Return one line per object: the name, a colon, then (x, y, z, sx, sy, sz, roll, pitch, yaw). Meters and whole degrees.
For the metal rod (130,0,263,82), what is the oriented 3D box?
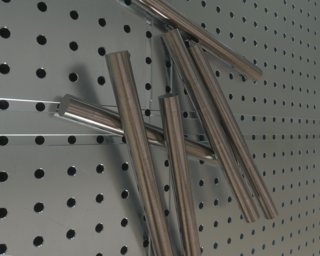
metal rod: (0.059, -0.135, 0.457, 0.302, 0.025, 0.025, 20, 77, -38)

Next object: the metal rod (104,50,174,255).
metal rod: (-0.017, 0.060, 0.371, 0.025, 0.025, 0.298, -27, 114, -37)

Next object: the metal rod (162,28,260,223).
metal rod: (0.077, 0.004, 0.445, 0.025, 0.025, 0.299, -32, 102, -35)

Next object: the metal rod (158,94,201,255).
metal rod: (0.033, 0.103, 0.415, 0.025, 0.025, 0.298, -22, 110, -38)

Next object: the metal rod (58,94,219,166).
metal rod: (0.011, 0.017, 0.417, 0.302, 0.025, 0.025, 20, 77, -38)

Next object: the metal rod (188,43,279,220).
metal rod: (0.114, 0.012, 0.477, 0.025, 0.025, 0.299, -36, 104, -34)
